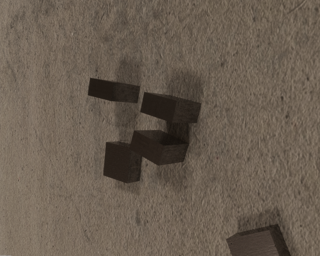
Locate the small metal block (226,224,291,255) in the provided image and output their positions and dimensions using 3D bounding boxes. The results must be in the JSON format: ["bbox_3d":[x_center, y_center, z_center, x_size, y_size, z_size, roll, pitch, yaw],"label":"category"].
[{"bbox_3d":[0.104,0.132,0.318,0.050,0.025,0.050,-29,72,36],"label":"small metal block"}]

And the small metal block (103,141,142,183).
[{"bbox_3d":[-0.054,0.048,0.447,0.050,0.025,0.050,9,96,39],"label":"small metal block"}]

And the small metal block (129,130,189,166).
[{"bbox_3d":[-0.001,0.023,0.388,0.050,0.050,0.025,25,106,37],"label":"small metal block"}]

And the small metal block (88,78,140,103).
[{"bbox_3d":[-0.065,-0.053,0.440,0.050,0.050,0.025,16,101,38],"label":"small metal block"}]

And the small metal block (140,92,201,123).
[{"bbox_3d":[0.013,-0.025,0.376,0.050,0.050,0.025,20,103,38],"label":"small metal block"}]
